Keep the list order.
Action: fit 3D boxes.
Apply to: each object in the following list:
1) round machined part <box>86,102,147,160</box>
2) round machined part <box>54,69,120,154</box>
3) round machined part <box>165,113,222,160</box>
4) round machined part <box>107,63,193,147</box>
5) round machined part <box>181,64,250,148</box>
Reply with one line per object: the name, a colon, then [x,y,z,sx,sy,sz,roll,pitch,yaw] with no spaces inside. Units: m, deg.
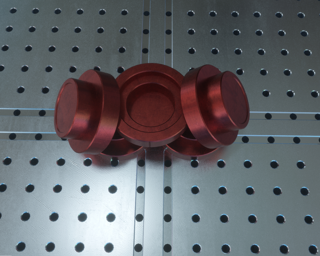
round machined part: [-0.055,-0.010,0.405,0.099,0.042,0.098,0,70,-1]
round machined part: [-0.089,-0.020,0.355,0.042,0.098,0.098,10,65,-37]
round machined part: [0.043,-0.010,0.407,0.099,0.042,0.098,0,70,-1]
round machined part: [-0.010,-0.024,0.365,0.099,0.042,0.098,0,70,-1]
round machined part: [0.070,-0.028,0.359,0.042,0.098,0.098,-16,65,37]
